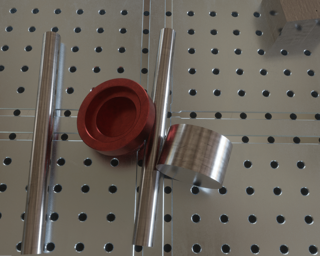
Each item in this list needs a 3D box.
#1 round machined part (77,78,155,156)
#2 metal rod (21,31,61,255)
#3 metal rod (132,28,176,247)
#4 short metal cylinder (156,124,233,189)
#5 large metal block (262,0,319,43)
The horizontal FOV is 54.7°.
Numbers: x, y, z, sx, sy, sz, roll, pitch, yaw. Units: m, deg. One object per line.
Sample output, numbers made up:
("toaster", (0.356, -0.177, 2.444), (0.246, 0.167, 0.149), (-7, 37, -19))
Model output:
("round machined part", (-0.052, -0.011, 0.396), (0.098, 0.042, 0.098), (-7, 66, 17))
("metal rod", (-0.153, 0.005, 0.408), (0.025, 0.025, 0.299), (-2, 70, -1))
("metal rod", (-0.004, -0.002, 0.412), (0.025, 0.025, 0.299), (6, 70, 2))
("short metal cylinder", (0.041, 0.035, 0.370), (0.080, 0.080, 0.050), (17, 71, 6))
("large metal block", (0.210, -0.181, 0.467), (0.081, 0.050, 0.080), (-7, 70, -3))
